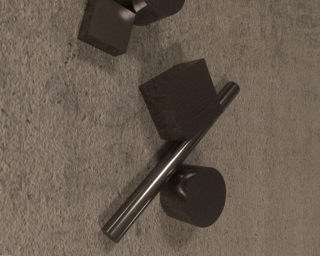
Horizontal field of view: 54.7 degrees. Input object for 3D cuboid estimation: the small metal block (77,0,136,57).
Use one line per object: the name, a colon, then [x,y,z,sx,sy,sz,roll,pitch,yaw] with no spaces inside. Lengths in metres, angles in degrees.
small metal block: [-0.061,-0.117,0.355,0.050,0.025,0.050,19,78,-39]

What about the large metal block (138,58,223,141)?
large metal block: [0.030,-0.038,0.416,0.081,0.050,0.080,-36,113,-34]

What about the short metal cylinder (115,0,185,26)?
short metal cylinder: [-0.014,-0.171,0.378,0.081,0.050,0.079,0,90,-40]

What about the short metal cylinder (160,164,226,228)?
short metal cylinder: [0.047,0.092,0.430,0.081,0.050,0.079,0,90,-40]

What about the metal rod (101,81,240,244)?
metal rod: [0.031,0.030,0.432,0.301,0.025,0.025,-47,118,-30]
